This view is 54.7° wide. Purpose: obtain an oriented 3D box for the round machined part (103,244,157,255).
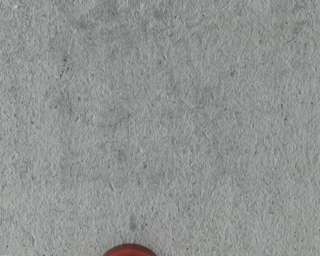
[{"bbox_3d":[-0.041,0.206,0.401,0.099,0.042,0.097,0,90,0],"label":"round machined part"}]
